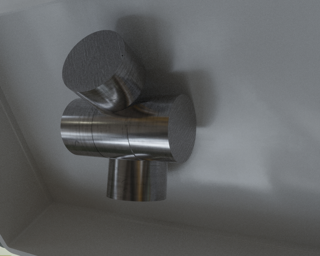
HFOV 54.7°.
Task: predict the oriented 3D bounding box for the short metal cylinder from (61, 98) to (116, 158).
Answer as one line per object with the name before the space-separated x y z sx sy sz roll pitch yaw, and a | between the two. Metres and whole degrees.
short metal cylinder | -0.085 -0.001 0.415 0.050 0.080 0.080 2 119 28

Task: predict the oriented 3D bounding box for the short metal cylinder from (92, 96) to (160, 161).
short metal cylinder | -0.040 0.000 0.392 0.050 0.080 0.080 2 119 28

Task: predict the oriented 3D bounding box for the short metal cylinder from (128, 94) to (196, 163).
short metal cylinder | 0.005 0.000 0.369 0.050 0.080 0.080 2 119 28

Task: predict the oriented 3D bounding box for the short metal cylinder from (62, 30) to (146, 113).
short metal cylinder | -0.063 -0.064 0.355 0.080 0.080 0.050 2 157 27

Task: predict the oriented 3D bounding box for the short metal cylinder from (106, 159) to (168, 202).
short metal cylinder | -0.030 0.068 0.420 0.080 0.080 0.050 0 85 28
